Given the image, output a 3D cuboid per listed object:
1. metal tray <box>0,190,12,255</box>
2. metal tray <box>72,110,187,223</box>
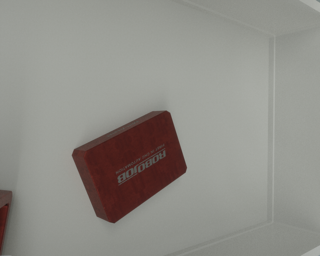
[{"bbox_3d":[-0.142,0.096,0.220,0.030,0.130,0.090,9,84,-13],"label":"metal tray"},{"bbox_3d":[-0.030,0.042,0.380,0.131,0.030,0.089,-29,108,-37],"label":"metal tray"}]
